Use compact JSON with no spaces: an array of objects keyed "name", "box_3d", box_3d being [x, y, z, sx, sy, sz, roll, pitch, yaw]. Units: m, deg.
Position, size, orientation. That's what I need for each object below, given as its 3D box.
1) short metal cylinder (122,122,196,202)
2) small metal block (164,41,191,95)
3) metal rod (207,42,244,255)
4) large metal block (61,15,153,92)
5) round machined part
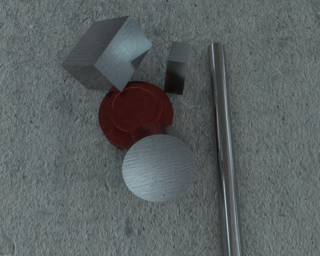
[{"name":"short metal cylinder","box_3d":[-0.003,0.038,0.361,0.081,0.050,0.079,-2,106,-6]},{"name":"small metal block","box_3d":[0.023,-0.081,0.416,0.025,0.050,0.050,9,44,3]},{"name":"metal rod","box_3d":[0.083,0.023,0.400,0.025,0.025,0.299,0,70,-1]},{"name":"large metal block","box_3d":[-0.071,-0.096,0.409,0.080,0.050,0.080,12,65,45]},{"name":"round machined part","box_3d":[-0.031,-0.019,0.406,0.099,0.042,0.098,0,70,-1]}]
